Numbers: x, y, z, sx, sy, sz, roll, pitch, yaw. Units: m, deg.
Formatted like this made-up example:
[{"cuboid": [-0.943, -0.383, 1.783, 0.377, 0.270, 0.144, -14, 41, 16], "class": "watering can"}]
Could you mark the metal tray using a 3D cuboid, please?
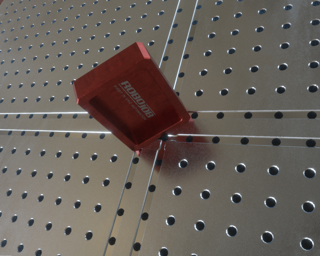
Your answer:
[{"cuboid": [-0.028, -0.030, 0.372, 0.090, 0.130, 0.030, -31, 52, 8], "class": "metal tray"}]
